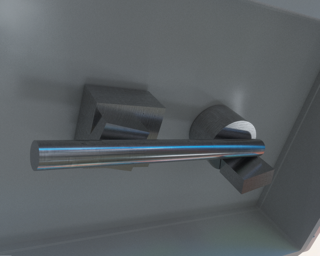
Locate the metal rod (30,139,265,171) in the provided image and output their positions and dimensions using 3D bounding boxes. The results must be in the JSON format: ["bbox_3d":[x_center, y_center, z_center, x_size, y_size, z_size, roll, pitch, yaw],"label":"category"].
[{"bbox_3d":[0.018,0.025,0.342,0.302,0.025,0.025,1,118,-38],"label":"metal rod"}]

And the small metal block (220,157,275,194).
[{"bbox_3d":[0.119,0.059,0.428,0.050,0.050,0.025,-14,124,-21],"label":"small metal block"}]

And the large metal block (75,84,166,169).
[{"bbox_3d":[-0.049,-0.001,0.363,0.081,0.050,0.079,3,117,-30],"label":"large metal block"}]

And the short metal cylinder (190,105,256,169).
[{"bbox_3d":[0.091,0.013,0.450,0.081,0.050,0.079,-14,125,-21],"label":"short metal cylinder"}]

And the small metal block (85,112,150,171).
[{"bbox_3d":[-0.047,0.015,0.327,0.050,0.025,0.050,14,111,-34],"label":"small metal block"}]
